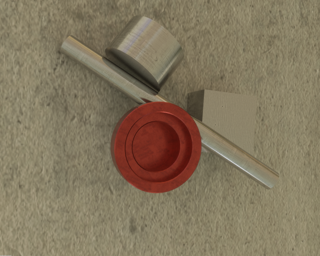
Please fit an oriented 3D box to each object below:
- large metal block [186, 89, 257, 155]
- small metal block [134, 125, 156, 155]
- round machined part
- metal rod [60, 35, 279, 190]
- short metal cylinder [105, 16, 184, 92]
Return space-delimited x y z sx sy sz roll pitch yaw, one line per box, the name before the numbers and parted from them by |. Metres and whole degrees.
large metal block | 0.083 -0.007 0.429 0.081 0.050 0.080 5 89 -20
small metal block | -0.026 0.008 0.389 0.025 0.050 0.050 -2 91 -20
round machined part | -0.007 0.020 0.347 0.099 0.042 0.097 -1 92 -20
metal rod | 0.014 -0.017 0.377 0.301 0.025 0.025 33 79 -3
short metal cylinder | -0.018 -0.087 0.375 0.080 0.080 0.050 39 78 -16
